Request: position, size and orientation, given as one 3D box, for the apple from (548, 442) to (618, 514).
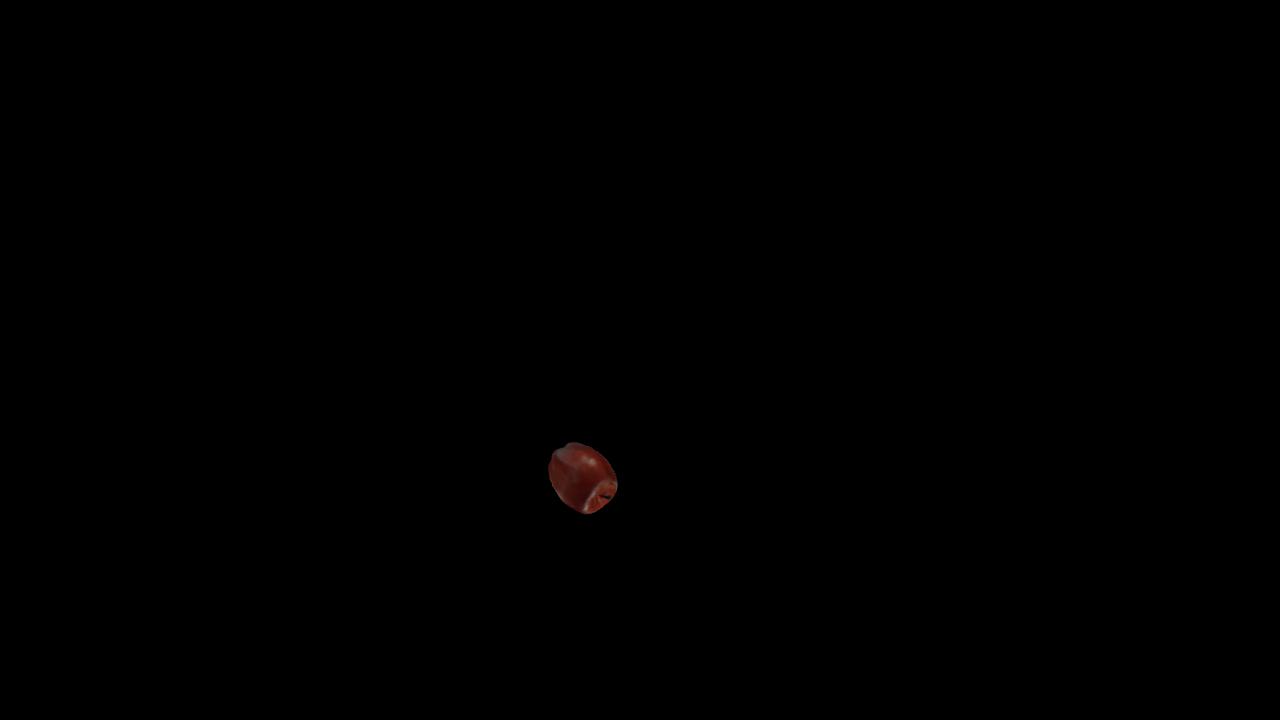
[{"bbox_3d":[-0.071,0.148,0.773,0.093,0.079,0.079,38,19,27],"label":"apple"}]
